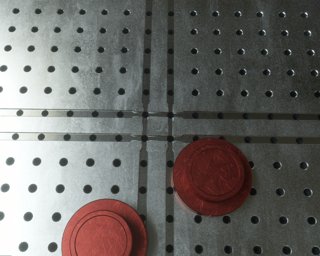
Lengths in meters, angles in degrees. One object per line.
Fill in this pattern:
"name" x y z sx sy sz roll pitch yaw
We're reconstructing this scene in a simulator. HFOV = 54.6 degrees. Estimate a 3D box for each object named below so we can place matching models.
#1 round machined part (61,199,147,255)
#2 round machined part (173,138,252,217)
"round machined part" -0.064 0.130 0.355 0.099 0.042 0.098 0 70 0
"round machined part" 0.065 0.058 0.382 0.099 0.042 0.098 0 70 0
